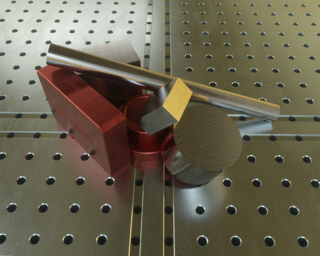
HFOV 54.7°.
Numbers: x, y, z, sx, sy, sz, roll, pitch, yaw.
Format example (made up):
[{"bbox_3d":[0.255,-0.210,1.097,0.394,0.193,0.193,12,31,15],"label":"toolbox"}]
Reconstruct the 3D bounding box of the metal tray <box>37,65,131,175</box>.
[{"bbox_3d":[-0.091,-0.013,0.374,0.030,0.089,0.130,-36,59,-26],"label":"metal tray"}]

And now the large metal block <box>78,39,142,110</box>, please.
[{"bbox_3d":[-0.071,-0.067,0.425,0.081,0.080,0.050,-17,52,-14],"label":"large metal block"}]

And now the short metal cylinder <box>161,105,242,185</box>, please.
[{"bbox_3d":[0.047,0.020,0.360,0.081,0.050,0.080,7,62,-13],"label":"short metal cylinder"}]

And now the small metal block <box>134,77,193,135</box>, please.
[{"bbox_3d":[0.004,-0.024,0.355,0.025,0.050,0.050,44,49,-20],"label":"small metal block"}]

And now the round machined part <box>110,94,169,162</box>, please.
[{"bbox_3d":[-0.016,-0.007,0.406,0.099,0.042,0.098,0,50,0],"label":"round machined part"}]

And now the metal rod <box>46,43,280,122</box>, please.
[{"bbox_3d":[0.017,-0.052,0.390,0.302,0.025,0.025,13,48,-15],"label":"metal rod"}]
